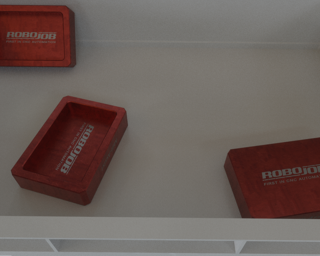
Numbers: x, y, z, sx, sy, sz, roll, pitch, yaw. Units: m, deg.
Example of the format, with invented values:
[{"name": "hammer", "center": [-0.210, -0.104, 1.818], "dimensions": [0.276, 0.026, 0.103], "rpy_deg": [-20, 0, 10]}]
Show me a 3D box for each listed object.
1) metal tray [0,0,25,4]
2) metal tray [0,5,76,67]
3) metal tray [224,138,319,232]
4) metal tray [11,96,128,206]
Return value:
[{"name": "metal tray", "center": [-0.339, -0.228, 0.591], "dimensions": [0.131, 0.030, 0.090], "rpy_deg": [11, 51, 8]}, {"name": "metal tray", "center": [-0.200, -0.140, 0.479], "dimensions": [0.131, 0.089, 0.030], "rpy_deg": [1, 9, 0]}, {"name": "metal tray", "center": [0.150, 0.061, 0.353], "dimensions": [0.131, 0.030, 0.090], "rpy_deg": [-7, 50, -7]}, {"name": "metal tray", "center": [-0.104, 0.021, 0.382], "dimensions": [0.090, 0.030, 0.130], "rpy_deg": [13, 51, 10]}]
